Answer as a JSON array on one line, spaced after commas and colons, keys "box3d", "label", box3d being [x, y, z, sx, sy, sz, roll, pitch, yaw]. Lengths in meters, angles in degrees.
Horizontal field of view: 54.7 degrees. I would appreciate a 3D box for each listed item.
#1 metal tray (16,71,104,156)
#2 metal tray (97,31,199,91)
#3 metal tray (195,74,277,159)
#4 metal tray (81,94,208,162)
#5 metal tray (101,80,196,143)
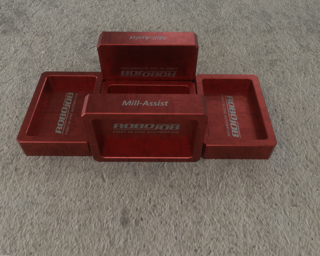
[{"box3d": [-0.126, -0.023, 0.419, 0.091, 0.030, 0.130, 1, 50, 0], "label": "metal tray"}, {"box3d": [-0.016, -0.089, 0.437, 0.131, 0.089, 0.030, 0, 50, -1], "label": "metal tray"}, {"box3d": [0.095, -0.019, 0.419, 0.091, 0.030, 0.130, 1, 50, 0], "label": "metal tray"}, {"box3d": [-0.016, 0.002, 0.358, 0.131, 0.089, 0.030, 0, 50, 0], "label": "metal tray"}, {"box3d": [-0.016, -0.024, 0.421, 0.131, 0.030, 0.090, 1, 50, 0], "label": "metal tray"}]
